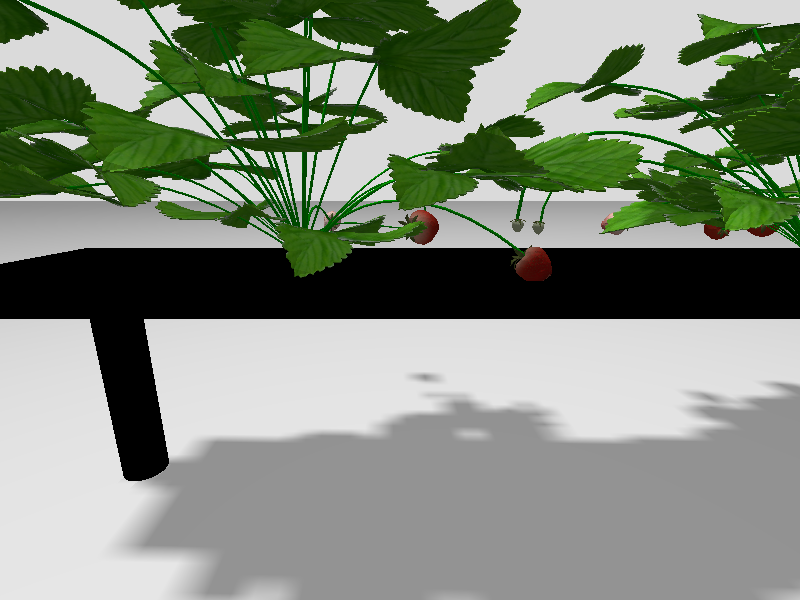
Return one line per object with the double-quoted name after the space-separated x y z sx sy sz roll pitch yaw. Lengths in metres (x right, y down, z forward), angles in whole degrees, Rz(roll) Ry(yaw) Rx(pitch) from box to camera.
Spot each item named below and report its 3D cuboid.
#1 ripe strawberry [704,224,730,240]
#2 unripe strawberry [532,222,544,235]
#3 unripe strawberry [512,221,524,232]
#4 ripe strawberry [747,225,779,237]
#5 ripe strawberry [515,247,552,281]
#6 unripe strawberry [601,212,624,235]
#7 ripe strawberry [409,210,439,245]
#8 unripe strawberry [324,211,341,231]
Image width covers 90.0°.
0.387 -0.089 0.492 0.027 0.028 0.029 2 15 8 "ripe strawberry"
0.130 -0.067 0.376 0.011 0.011 0.010 2 16 7 "unripe strawberry"
0.097 -0.061 0.332 0.010 0.010 0.011 -1 15 -3 "unripe strawberry"
0.474 -0.103 0.526 0.038 0.040 0.041 9 12 29 "ripe strawberry"
0.085 -0.021 0.253 0.022 0.022 0.020 44 31 14 "ripe strawberry"
0.280 -0.100 0.523 0.033 0.029 0.030 -7 6 -24 "unripe strawberry"
0.028 -0.081 0.448 0.039 0.038 0.036 -13 20 -41 "ripe strawberry"
-0.097 -0.114 0.577 0.025 0.028 0.027 -1 15 -3 "unripe strawberry"
